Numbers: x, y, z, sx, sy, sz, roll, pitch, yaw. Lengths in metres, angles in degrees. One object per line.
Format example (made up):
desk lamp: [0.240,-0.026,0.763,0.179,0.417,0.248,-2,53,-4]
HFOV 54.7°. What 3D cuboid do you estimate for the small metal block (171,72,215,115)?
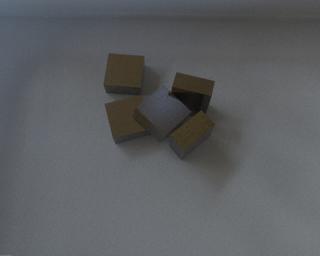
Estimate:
small metal block: [0.041,-0.043,0.410,0.050,0.050,0.025,14,59,4]

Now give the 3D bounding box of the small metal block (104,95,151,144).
small metal block: [-0.042,-0.011,0.413,0.050,0.025,0.050,-15,71,-6]

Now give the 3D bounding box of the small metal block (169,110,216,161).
small metal block: [0.040,0.010,0.393,0.050,0.050,0.025,-39,75,-13]

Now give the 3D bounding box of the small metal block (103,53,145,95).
small metal block: [-0.049,-0.075,0.437,0.050,0.025,0.050,5,70,1]

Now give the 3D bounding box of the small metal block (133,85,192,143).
small metal block: [0.002,-0.018,0.394,0.050,0.025,0.050,45,65,7]
